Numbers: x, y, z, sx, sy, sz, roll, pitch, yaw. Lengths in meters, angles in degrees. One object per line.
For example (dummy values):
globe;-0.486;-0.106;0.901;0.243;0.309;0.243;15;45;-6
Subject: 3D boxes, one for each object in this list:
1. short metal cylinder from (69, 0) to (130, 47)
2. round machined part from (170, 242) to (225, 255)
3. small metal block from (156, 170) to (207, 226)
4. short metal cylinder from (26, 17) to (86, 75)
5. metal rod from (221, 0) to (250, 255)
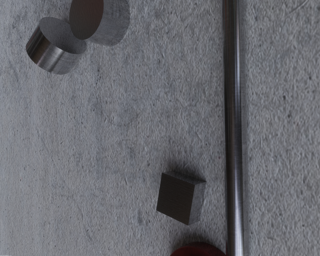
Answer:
short metal cylinder;-0.091;-0.167;0.464;0.080;0.050;0.079;0;90;40
round machined part;0.042;0.188;0.359;0.098;0.042;0.097;0;90;40
small metal block;0.026;0.085;0.384;0.050;0.025;0.050;14;99;39
short metal cylinder;-0.170;-0.135;0.510;0.050;0.081;0.080;-42;65;32
metal rod;0.082;-0.002;0.337;0.025;0.025;0.298;-2;89;40
